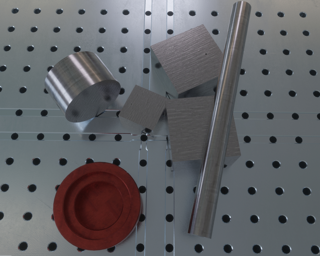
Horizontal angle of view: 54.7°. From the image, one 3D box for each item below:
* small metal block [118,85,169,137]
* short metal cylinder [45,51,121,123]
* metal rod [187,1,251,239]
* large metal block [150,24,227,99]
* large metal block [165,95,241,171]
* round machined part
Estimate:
[{"bbox_3d":[-0.021,-0.024,0.420,0.050,0.025,0.050,24,72,8],"label":"small metal block"},{"bbox_3d":[-0.099,-0.052,0.401,0.080,0.080,0.050,-35,74,-12],"label":"short metal cylinder"},{"bbox_3d":[0.075,-0.026,0.368,0.025,0.025,0.299,13,70,4],"label":"metal rod"},{"bbox_3d":[0.041,-0.084,0.429,0.080,0.050,0.080,-25,72,-9],"label":"large metal block"},{"bbox_3d":[0.051,0.007,0.396,0.081,0.050,0.080,-5,70,-2],"label":"large metal block"},{"bbox_3d":[-0.071,0.092,0.368,0.099,0.042,0.098,0,70,0],"label":"round machined part"}]
